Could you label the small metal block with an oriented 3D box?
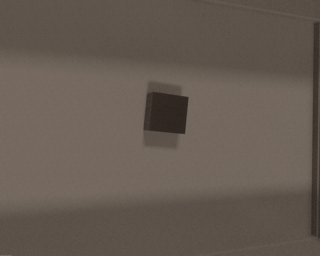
[{"bbox_3d":[0.008,-0.019,0.415,0.050,0.025,0.050,6,88,-20],"label":"small metal block"}]
